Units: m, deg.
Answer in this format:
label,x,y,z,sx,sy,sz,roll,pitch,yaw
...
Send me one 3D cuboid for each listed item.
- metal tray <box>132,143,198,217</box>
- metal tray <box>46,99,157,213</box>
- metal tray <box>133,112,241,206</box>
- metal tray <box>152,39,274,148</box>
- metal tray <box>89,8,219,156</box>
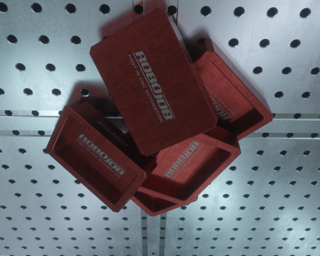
label,x,y,z,sx,sy,sz,roll,pitch,yaw
metal tray,-0.011,0.081,0.477,0.090,0.030,0.130,-26,126,20
metal tray,-0.078,0.037,0.398,0.130,0.030,0.089,40,124,6
metal tray,0.031,0.046,0.408,0.091,0.030,0.129,23,126,-19
metal tray,0.065,-0.033,0.381,0.090,0.030,0.130,-36,122,26
metal tray,-0.005,-0.045,0.330,0.090,0.030,0.129,-24,96,18
